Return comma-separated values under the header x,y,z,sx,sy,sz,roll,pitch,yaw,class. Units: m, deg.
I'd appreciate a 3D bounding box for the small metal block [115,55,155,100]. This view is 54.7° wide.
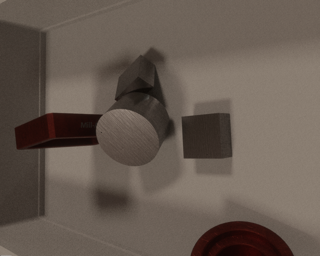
x,y,z,sx,sy,sz,roll,pitch,yaw,class
-0.033,-0.062,0.417,0.050,0.025,0.050,-39,33,33,small metal block

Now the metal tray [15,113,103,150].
x,y,z,sx,sy,sz,roll,pitch,yaw,class
-0.118,0.005,0.433,0.090,0.131,0.030,-15,81,39,metal tray

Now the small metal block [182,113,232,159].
x,y,z,sx,sy,sz,roll,pitch,yaw,class
0.054,0.010,0.361,0.050,0.025,0.050,-5,87,39,small metal block

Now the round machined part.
x,y,z,sx,sy,sz,roll,pitch,yaw,class
0.081,0.144,0.303,0.098,0.099,0.042,17,134,38,round machined part

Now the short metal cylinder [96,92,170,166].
x,y,z,sx,sy,sz,roll,pitch,yaw,class
-0.033,0.001,0.392,0.080,0.050,0.079,8,121,14,short metal cylinder
